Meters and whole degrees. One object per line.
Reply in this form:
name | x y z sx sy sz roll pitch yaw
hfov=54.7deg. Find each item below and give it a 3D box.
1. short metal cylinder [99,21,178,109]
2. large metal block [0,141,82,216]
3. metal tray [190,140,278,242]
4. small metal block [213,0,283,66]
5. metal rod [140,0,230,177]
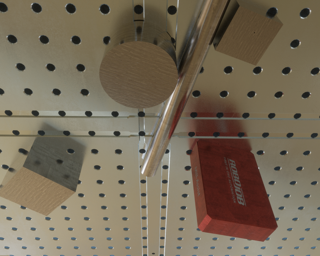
short metal cylinder | -0.022 -0.068 0.337 0.081 0.050 0.079 0 130 0
large metal block | -0.177 0.077 0.458 0.080 0.050 0.080 35 122 -27
metal tray | 0.092 0.078 0.411 0.091 0.130 0.030 13 129 -11
small metal block | 0.091 -0.101 0.327 0.050 0.025 0.050 16 128 -14
metal rod | 0.025 -0.045 0.373 0.025 0.025 0.298 12 129 -11
